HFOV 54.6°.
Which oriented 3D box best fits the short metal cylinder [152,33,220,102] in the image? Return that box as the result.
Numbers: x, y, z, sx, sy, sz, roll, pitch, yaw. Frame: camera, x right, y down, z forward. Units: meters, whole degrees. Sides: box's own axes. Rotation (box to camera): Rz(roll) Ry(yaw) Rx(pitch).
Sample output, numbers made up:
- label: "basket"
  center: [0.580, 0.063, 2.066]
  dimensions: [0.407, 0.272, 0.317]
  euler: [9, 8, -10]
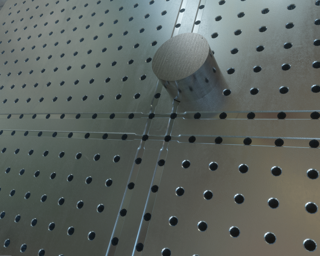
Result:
- label: "short metal cylinder"
  center: [0.036, -0.083, 0.425]
  dimensions: [0.080, 0.050, 0.080]
  euler: [-13, 56, 21]
